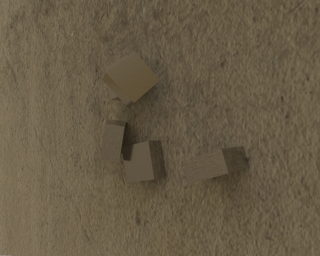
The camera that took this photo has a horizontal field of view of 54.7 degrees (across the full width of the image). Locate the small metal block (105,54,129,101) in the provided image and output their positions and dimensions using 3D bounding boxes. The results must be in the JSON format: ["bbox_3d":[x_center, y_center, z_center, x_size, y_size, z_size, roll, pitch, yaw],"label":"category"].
[{"bbox_3d":[-0.049,-0.071,0.444,0.050,0.025,0.050,-18,79,38],"label":"small metal block"}]

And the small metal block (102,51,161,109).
[{"bbox_3d":[-0.037,-0.062,0.402,0.050,0.050,0.025,47,156,-5],"label":"small metal block"}]

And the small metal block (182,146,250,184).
[{"bbox_3d":[0.061,0.040,0.337,0.050,0.050,0.025,-24,75,37],"label":"small metal block"}]

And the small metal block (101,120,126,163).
[{"bbox_3d":[-0.065,0.017,0.438,0.025,0.050,0.050,9,98,-5],"label":"small metal block"}]

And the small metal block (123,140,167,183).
[{"bbox_3d":[-0.022,0.046,0.421,0.050,0.025,0.050,-15,81,38],"label":"small metal block"}]
